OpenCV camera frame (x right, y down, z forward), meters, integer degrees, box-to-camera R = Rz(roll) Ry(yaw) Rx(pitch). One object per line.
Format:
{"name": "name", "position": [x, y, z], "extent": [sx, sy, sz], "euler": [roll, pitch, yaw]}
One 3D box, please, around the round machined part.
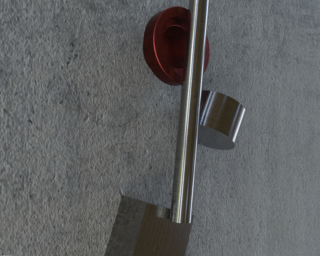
{"name": "round machined part", "position": [0.017, -0.104, 0.407], "extent": [0.099, 0.042, 0.097], "euler": [0, 90, -40]}

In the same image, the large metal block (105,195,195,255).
{"name": "large metal block", "position": [-0.012, 0.134, 0.379], "extent": [0.080, 0.050, 0.080], "euler": [26, 74, -37]}

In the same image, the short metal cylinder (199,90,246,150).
{"name": "short metal cylinder", "position": [0.072, -0.009, 0.429], "extent": [0.080, 0.080, 0.050], "euler": [35, 68, -35]}

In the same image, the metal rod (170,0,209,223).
{"name": "metal rod", "position": [0.038, -0.040, 0.376], "extent": [0.025, 0.025, 0.298], "euler": [11, 81, -40]}
